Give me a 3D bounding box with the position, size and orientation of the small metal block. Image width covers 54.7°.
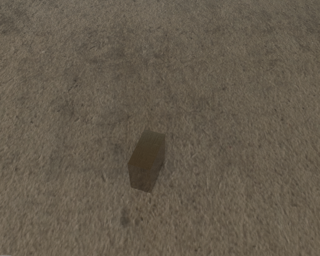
[{"bbox_3d":[-0.014,0.038,0.355,0.025,0.050,0.050,15,52,12],"label":"small metal block"}]
